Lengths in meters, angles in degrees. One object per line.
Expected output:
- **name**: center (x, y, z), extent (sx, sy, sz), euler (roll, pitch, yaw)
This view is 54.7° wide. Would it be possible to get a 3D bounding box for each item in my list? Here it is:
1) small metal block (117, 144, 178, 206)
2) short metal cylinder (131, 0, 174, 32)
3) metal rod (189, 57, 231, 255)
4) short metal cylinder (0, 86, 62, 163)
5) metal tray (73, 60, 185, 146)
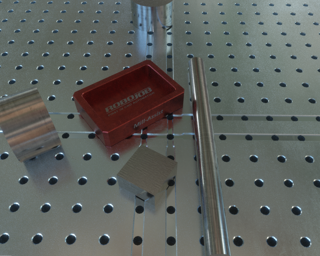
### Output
- **small metal block**: center (-0.014, 0.054, 0.362), extent (0.050, 0.025, 0.050), euler (25, 54, 19)
- **short metal cylinder**: center (-0.014, -0.224, 0.579), extent (0.081, 0.050, 0.080), euler (0, 50, 0)
- **metal rod**: center (0.057, 0.012, 0.397), extent (0.025, 0.025, 0.300), euler (0, 50, 0)
- **short metal cylinder**: center (-0.159, -0.005, 0.375), extent (0.050, 0.080, 0.080), euler (-24, 54, -19)
- **metal tray**: center (-0.042, -0.040, 0.437), extent (0.131, 0.030, 0.090), euler (-30, 56, -23)
